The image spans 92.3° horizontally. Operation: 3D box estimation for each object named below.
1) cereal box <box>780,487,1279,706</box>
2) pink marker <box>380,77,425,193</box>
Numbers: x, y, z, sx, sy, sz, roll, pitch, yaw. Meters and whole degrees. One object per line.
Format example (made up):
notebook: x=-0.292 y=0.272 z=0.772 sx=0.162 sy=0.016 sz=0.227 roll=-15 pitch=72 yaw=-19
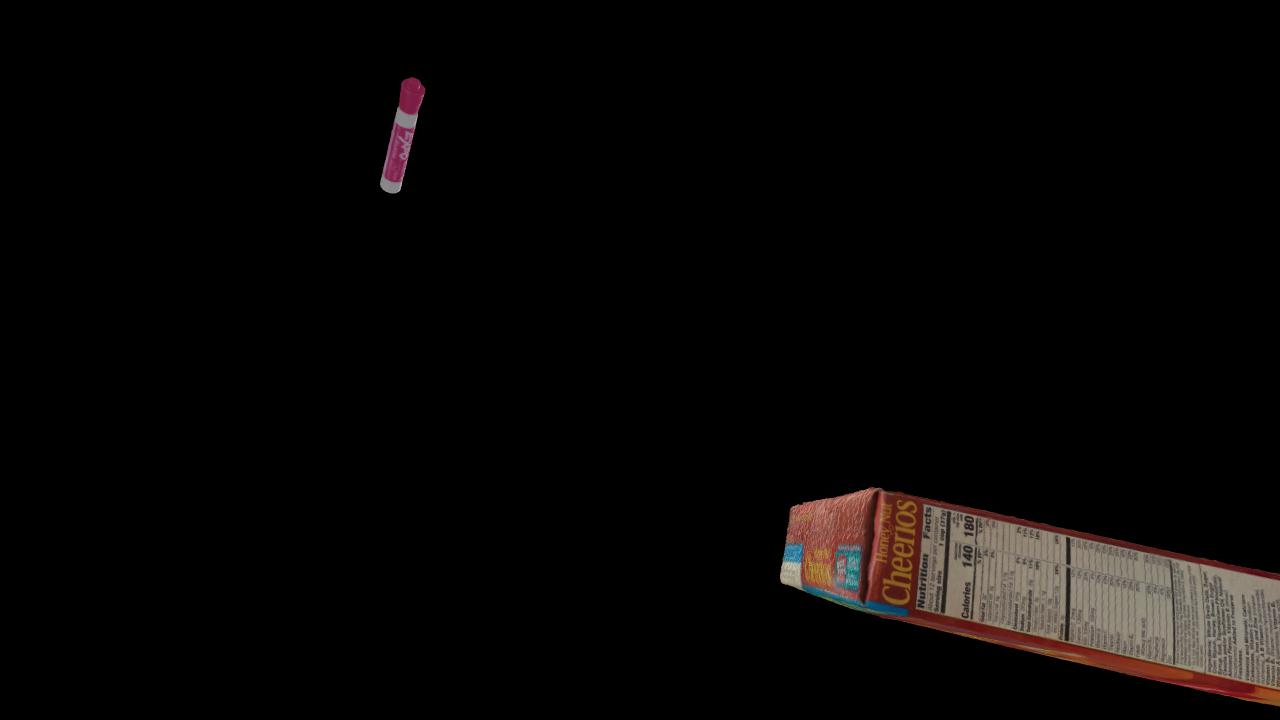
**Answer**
cereal box: x=0.274 y=0.166 z=0.443 sx=0.306 sy=0.081 sz=0.203 roll=11 pitch=-17 yaw=2
pink marker: x=-0.210 y=-0.196 z=0.543 sx=0.020 sy=0.020 sz=0.121 roll=0 pitch=-31 yaw=-32
